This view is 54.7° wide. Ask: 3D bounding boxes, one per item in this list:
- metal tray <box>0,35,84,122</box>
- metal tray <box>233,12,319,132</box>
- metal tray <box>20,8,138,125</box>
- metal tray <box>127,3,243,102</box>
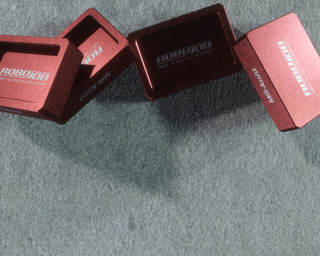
[{"bbox_3d":[-0.165,-0.063,0.366,0.130,0.030,0.090,10,73,22],"label":"metal tray"},{"bbox_3d":[0.162,-0.071,0.393,0.091,0.030,0.130,-29,91,-23],"label":"metal tray"},{"bbox_3d":[-0.104,-0.079,0.386,0.130,0.030,0.090,-42,63,0],"label":"metal tray"},{"bbox_3d":[0.033,-0.098,0.407,0.131,0.030,0.090,-19,90,-1],"label":"metal tray"}]
